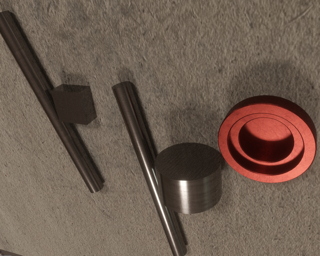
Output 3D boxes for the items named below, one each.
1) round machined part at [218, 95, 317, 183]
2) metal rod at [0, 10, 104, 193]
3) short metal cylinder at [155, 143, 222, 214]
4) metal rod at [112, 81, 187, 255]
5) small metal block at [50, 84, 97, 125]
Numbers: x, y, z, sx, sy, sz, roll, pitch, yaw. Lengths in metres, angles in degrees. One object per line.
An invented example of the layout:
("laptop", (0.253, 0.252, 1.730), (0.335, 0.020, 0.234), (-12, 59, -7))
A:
("round machined part", (0.117, 0.009, 0.339), (0.098, 0.042, 0.097), (13, 124, 20))
("metal rod", (-0.162, -0.027, 0.473), (0.025, 0.025, 0.299), (-10, 114, 32))
("short metal cylinder", (0.036, 0.060, 0.388), (0.080, 0.080, 0.050), (7, 121, 24))
("metal rod", (-0.009, 0.075, 0.456), (0.025, 0.025, 0.298), (-4, 117, 29))
("small metal block", (-0.124, -0.035, 0.449), (0.050, 0.025, 0.050), (7, 122, 24))
